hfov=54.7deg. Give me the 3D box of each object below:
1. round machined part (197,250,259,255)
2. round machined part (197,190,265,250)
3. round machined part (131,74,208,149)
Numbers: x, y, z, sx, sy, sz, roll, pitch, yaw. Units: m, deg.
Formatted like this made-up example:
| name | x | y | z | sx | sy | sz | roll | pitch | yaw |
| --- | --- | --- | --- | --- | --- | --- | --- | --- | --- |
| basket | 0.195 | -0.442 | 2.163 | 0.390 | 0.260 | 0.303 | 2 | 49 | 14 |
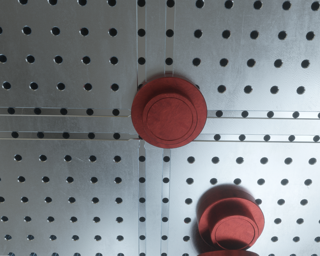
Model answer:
| name | x | y | z | sx | sy | sz | roll | pitch | yaw |
| --- | --- | --- | --- | --- | --- | --- | --- | --- | --- |
| round machined part | 0.102 | 0.216 | 0.461 | 0.099 | 0.042 | 0.097 | 0 | 144 | 0 |
| round machined part | 0.106 | 0.145 | 0.459 | 0.099 | 0.042 | 0.097 | 0 | 110 | -1 |
| round machined part | 0.012 | -0.017 | 0.398 | 0.099 | 0.042 | 0.097 | 0 | 110 | -1 |
